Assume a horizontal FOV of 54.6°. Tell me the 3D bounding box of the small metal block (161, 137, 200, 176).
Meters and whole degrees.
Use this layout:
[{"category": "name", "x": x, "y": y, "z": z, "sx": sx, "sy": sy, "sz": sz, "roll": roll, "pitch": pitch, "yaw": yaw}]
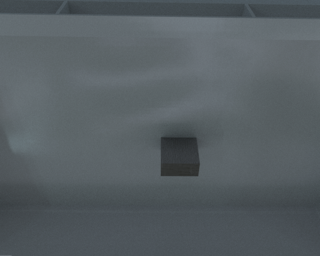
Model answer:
[{"category": "small metal block", "x": 0.026, "y": 0.039, "z": 0.426, "sx": 0.050, "sy": 0.050, "sz": 0.025, "roll": 0, "pitch": 130, "yaw": -1}]
